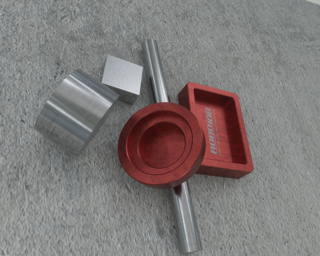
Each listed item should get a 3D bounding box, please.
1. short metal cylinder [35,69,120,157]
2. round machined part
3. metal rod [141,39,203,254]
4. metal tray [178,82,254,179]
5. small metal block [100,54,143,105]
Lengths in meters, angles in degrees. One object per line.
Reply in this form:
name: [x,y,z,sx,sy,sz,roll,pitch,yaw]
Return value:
short metal cylinder: [-0.086,-0.016,0.332,0.050,0.080,0.080,35,51,-6]
round machined part: [0.005,0.022,0.360,0.098,0.042,0.098,-7,65,15]
metal rod: [0.009,0.005,0.405,0.025,0.025,0.299,3,60,-27]
metal tray: [0.077,0.002,0.439,0.091,0.030,0.130,11,57,-23]
small metal block: [-0.053,-0.064,0.414,0.050,0.025,0.050,17,55,-19]
